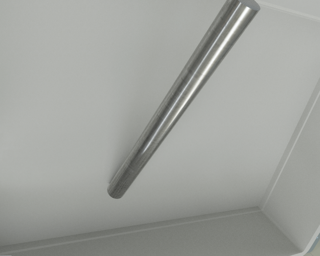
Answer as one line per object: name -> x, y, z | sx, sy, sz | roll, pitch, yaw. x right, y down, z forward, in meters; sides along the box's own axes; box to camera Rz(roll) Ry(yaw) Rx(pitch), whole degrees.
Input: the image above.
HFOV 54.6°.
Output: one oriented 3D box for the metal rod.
metal rod -> 0.002, -0.004, 0.331 | 0.025, 0.025, 0.298 | 3, 141, -30
